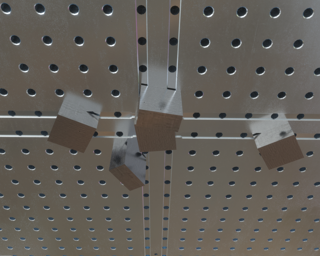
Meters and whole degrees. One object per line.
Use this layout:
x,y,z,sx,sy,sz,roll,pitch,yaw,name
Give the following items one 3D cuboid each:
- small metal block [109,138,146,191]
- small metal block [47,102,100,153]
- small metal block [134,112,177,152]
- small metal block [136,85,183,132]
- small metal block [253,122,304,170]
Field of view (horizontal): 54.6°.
-0.044,0.052,0.439,0.025,0.050,0.050,-24,126,19,small metal block
-0.115,0.001,0.411,0.050,0.025,0.050,22,127,-18,small metal block
-0.005,0.004,0.415,0.050,0.025,0.050,-5,130,3,small metal block
-0.001,-0.024,0.374,0.050,0.050,0.025,8,130,-7,small metal block
0.166,0.026,0.435,0.050,0.025,0.050,-24,126,19,small metal block
